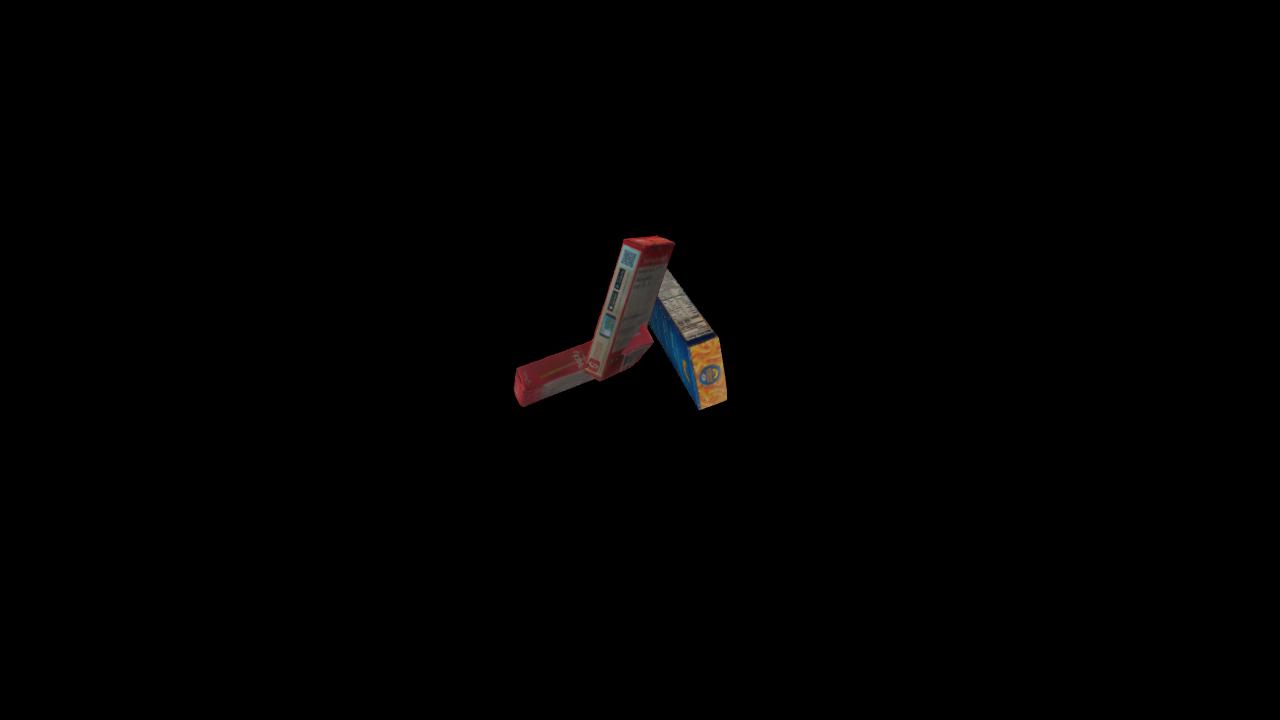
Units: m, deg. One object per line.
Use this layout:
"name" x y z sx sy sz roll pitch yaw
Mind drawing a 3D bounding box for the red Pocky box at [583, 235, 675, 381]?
"red Pocky box" -0.012 -0.057 0.665 0.028 0.155 0.083 27 22 20

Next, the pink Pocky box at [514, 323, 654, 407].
"pink Pocky box" -0.066 0.006 0.696 0.155 0.029 0.084 -21 -11 -18

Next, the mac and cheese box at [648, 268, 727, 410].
"mac and cheese box" 0.046 -0.035 0.718 0.041 0.093 0.184 -19 39 -8
